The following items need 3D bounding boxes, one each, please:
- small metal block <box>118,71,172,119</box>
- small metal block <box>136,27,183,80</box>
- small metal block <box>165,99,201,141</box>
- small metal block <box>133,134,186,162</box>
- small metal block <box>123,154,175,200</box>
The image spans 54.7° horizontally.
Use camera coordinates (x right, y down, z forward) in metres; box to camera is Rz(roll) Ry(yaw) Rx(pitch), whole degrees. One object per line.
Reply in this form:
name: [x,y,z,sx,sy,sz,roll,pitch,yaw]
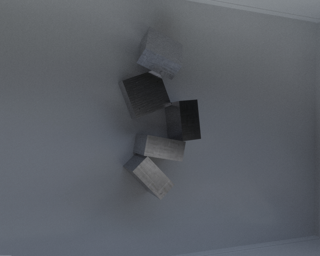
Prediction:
small metal block: [-0.020,-0.044,0.403,0.050,0.025,0.050,-23,98,-19]
small metal block: [0.001,-0.096,0.397,0.050,0.025,0.050,23,43,-19]
small metal block: [0.029,-0.010,0.408,0.025,0.050,0.050,-7,92,-20]
small metal block: [-0.002,0.025,0.396,0.050,0.050,0.025,11,87,-20]
small metal block: [-0.015,0.060,0.392,0.025,0.050,0.050,-46,104,-14]
